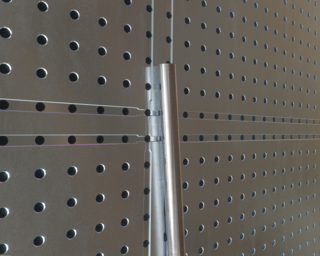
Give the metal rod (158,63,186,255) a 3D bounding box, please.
[{"bbox_3d":[0.017,0.064,0.422,0.025,0.025,0.298,-5,94,-40],"label":"metal rod"}]
